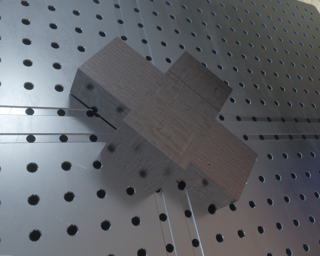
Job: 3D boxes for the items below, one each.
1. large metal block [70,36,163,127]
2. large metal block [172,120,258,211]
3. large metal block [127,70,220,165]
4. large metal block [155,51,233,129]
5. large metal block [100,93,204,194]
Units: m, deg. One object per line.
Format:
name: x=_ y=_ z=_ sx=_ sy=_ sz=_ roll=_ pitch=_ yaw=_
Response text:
large metal block: x=-0.053 y=-0.057 z=0.396 sx=0.080 sy=0.050 sz=0.080 roll=38 pitch=52 yaw=-3
large metal block: x=0.070 y=0.046 z=0.403 sx=0.080 sy=0.050 sz=0.080 roll=39 pitch=52 yaw=-2
large metal block: x=0.012 y=-0.011 z=0.388 sx=0.080 sy=0.080 sz=0.050 roll=39 pitch=51 yaw=-2
large metal block: x=0.036 y=-0.042 z=0.420 sx=0.080 sy=0.080 sz=0.050 roll=39 pitch=51 yaw=-2
large metal block: x=-0.011 y=0.021 z=0.356 sx=0.080 sy=0.080 sz=0.050 roll=39 pitch=51 yaw=-2
